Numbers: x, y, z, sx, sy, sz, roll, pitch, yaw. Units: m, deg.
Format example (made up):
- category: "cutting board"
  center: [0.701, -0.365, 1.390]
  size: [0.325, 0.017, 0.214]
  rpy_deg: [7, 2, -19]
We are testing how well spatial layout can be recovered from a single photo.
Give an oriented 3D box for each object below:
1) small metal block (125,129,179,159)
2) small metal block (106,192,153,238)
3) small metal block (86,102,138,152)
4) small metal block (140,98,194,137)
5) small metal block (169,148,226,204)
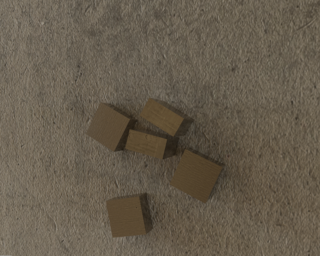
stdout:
- category: "small metal block"
  center: [-0.009, 0.019, 0.399]
  size: [0.050, 0.050, 0.025]
  rpy_deg: [14, 95, 19]
- category: "small metal block"
  center: [-0.042, 0.119, 0.424]
  size: [0.050, 0.025, 0.050]
  rpy_deg: [-13, 86, 19]
- category: "small metal block"
  center: [-0.067, -0.002, 0.433]
  size: [0.050, 0.025, 0.050]
  rpy_deg: [30, 100, 17]
- category: "small metal block"
  center: [0.010, -0.013, 0.392]
  size: [0.050, 0.050, 0.025]
  rpy_deg: [32, 101, 17]
- category: "small metal block"
  center: [0.048, 0.059, 0.392]
  size: [0.050, 0.025, 0.050]
  rpy_deg: [26, 98, 18]
